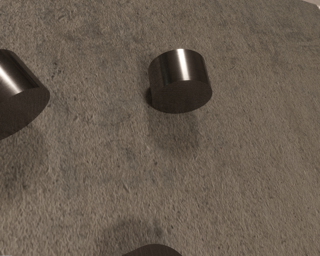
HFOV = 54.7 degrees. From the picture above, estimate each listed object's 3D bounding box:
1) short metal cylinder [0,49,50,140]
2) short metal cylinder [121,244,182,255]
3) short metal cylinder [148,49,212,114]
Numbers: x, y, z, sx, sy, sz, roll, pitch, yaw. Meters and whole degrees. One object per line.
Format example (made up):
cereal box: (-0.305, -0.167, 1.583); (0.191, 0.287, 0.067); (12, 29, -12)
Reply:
short metal cylinder: (-0.158, -0.030, 0.302); (0.050, 0.080, 0.080); (48, 51, 5)
short metal cylinder: (-0.012, 0.154, 0.288); (0.081, 0.050, 0.080); (14, 56, -21)
short metal cylinder: (0.026, -0.061, 0.422); (0.081, 0.080, 0.050); (6, 59, -26)
